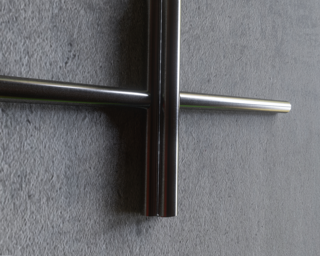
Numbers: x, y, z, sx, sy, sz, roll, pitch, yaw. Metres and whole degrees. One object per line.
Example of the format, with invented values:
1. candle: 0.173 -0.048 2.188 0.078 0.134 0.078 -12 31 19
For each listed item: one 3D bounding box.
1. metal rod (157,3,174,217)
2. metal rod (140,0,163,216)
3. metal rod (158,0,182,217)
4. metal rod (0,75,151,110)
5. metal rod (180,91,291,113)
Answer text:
1. metal rod: 0.009 -0.033 0.417 0.025 0.025 0.298 2 89 -40
2. metal rod: -0.010 -0.039 0.401 0.025 0.025 0.298 2 89 -40
3. metal rod: 0.013 -0.040 0.392 0.025 0.025 0.298 2 89 -40
4. metal rod: -0.134 -0.036 0.294 0.302 0.025 0.025 0 90 -40
5. metal rod: 0.135 -0.040 0.522 0.302 0.025 0.025 -1 91 -40
